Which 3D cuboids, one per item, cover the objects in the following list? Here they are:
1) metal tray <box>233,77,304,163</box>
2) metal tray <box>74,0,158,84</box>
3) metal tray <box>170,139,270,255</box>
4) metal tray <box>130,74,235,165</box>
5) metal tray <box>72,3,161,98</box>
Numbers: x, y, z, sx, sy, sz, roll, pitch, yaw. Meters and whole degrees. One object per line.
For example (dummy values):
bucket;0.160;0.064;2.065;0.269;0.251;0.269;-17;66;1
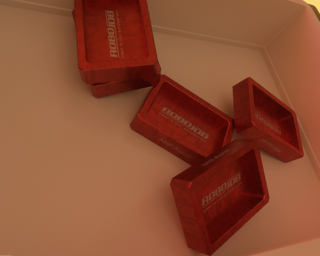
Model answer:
metal tray;0.169;-0.011;0.481;0.131;0.030;0.090;28;51;-30
metal tray;-0.057;-0.121;0.389;0.091;0.030;0.130;-7;66;-7
metal tray;0.078;0.077;0.373;0.131;0.030;0.089;-25;105;-37
metal tray;0.035;-0.006;0.426;0.130;0.030;0.090;32;51;-8
metal tray;-0.060;-0.110;0.418;0.091;0.030;0.130;-14;67;-10
